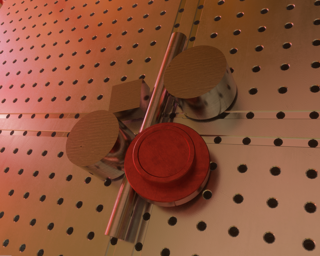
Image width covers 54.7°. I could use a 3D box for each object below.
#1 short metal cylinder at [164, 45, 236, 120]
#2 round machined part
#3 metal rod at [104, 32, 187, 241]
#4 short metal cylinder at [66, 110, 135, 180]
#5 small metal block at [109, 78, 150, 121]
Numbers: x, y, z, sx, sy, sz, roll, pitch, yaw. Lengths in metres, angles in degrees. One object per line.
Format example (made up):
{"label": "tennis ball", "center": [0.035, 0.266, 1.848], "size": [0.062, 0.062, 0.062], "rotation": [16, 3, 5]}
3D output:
{"label": "short metal cylinder", "center": [0.051, -0.058, 0.395], "size": [0.080, 0.050, 0.080], "rotation": [-13, 56, 21]}
{"label": "round machined part", "center": [0.007, 0.036, 0.351], "size": [0.098, 0.042, 0.098], "rotation": [-4, 62, 8]}
{"label": "metal rod", "center": [-0.011, -0.006, 0.413], "size": [0.025, 0.025, 0.300], "rotation": [3, 63, 29]}
{"label": "short metal cylinder", "center": [-0.076, 0.023, 0.413], "size": [0.080, 0.050, 0.080], "rotation": [-13, 56, 21]}
{"label": "small metal block", "center": [-0.044, -0.040, 0.450], "size": [0.050, 0.025, 0.050], "rotation": [-10, 57, 22]}
